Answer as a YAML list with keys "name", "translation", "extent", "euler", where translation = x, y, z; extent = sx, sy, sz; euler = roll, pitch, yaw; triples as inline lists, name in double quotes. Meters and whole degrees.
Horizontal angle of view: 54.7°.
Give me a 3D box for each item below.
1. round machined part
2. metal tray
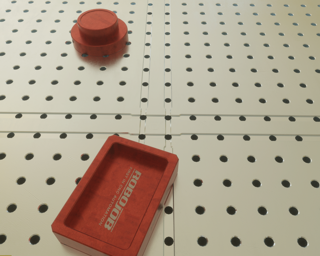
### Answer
- name: "round machined part"
  translation: [-0.106, -0.172, 0.540]
  extent: [0.099, 0.042, 0.098]
  euler: [0, 50, 0]
- name: "metal tray"
  translation: [-0.043, 0.075, 0.340]
  extent: [0.090, 0.030, 0.130]
  euler: [17, 52, 13]
